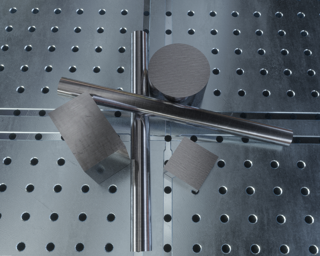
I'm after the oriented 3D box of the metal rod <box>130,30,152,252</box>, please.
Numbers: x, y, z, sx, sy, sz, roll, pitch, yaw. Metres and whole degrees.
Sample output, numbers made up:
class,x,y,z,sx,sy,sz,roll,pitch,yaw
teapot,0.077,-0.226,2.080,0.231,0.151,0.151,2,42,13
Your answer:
class,x,y,z,sx,sy,sz,roll,pitch,yaw
metal rod,-0.026,0.003,0.410,0.025,0.025,0.299,-1,70,-1

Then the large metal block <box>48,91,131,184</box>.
class,x,y,z,sx,sy,sz,roll,pitch,yaw
large metal block,-0.081,0.015,0.375,0.050,0.080,0.080,-33,74,-11

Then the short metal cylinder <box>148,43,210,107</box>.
class,x,y,z,sx,sy,sz,roll,pitch,yaw
short metal cylinder,0.025,-0.067,0.423,0.081,0.050,0.080,0,70,0

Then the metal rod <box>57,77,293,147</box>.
class,x,y,z,sx,sy,sz,roll,pitch,yaw
metal rod,0.023,-0.019,0.399,0.302,0.025,0.025,12,70,-4

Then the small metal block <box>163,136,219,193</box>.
class,x,y,z,sx,sy,sz,roll,pitch,yaw
small metal block,0.039,0.047,0.396,0.050,0.025,0.050,32,73,10
